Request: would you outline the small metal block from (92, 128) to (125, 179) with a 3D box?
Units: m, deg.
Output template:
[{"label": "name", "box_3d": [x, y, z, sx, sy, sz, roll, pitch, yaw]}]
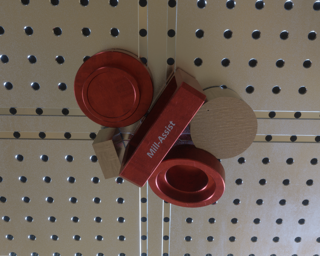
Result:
[{"label": "small metal block", "box_3d": [-0.064, 0.031, 0.406, 0.025, 0.050, 0.050, -14, 110, 5]}]

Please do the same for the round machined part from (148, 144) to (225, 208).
[{"label": "round machined part", "box_3d": [0.037, 0.059, 0.410, 0.098, 0.042, 0.097, 7, 132, 8]}]

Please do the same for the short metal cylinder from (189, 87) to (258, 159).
[{"label": "short metal cylinder", "box_3d": [0.076, -0.007, 0.394, 0.081, 0.050, 0.079, 0, 110, 0]}]

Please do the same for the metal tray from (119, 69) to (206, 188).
[{"label": "metal tray", "box_3d": [0.001, -0.003, 0.373, 0.030, 0.090, 0.129, 31, 107, -11]}]

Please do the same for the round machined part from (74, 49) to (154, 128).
[{"label": "round machined part", "box_3d": [-0.057, -0.045, 0.382, 0.099, 0.042, 0.097, 0, 110, 0]}]
